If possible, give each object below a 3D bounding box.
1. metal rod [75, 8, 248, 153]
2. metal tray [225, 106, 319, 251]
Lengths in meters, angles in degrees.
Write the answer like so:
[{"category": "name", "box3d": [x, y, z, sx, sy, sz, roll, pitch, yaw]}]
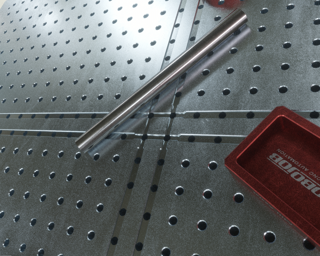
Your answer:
[{"category": "metal rod", "box3d": [0.001, -0.067, 0.448, 0.300, 0.025, 0.025, -39, 51, 1]}, {"category": "metal tray", "box3d": [0.140, 0.046, 0.303, 0.090, 0.030, 0.130, -45, 51, -3]}]
